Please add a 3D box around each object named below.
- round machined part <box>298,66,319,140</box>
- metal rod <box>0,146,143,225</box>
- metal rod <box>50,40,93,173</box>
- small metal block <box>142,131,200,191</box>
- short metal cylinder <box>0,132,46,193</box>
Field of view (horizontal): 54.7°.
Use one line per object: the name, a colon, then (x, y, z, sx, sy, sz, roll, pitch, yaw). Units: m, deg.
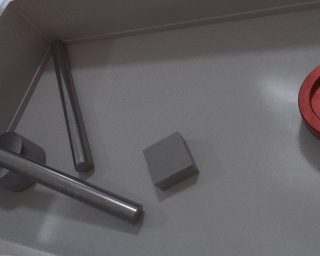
round machined part: (0.192, -0.022, 0.304, 0.098, 0.042, 0.098, -15, 56, 24)
metal rod: (-0.162, 0.057, 0.405, 0.301, 0.025, 0.025, 18, 70, 18)
metal rod: (-0.153, -0.054, 0.516, 0.025, 0.025, 0.300, -31, 52, 8)
small metal block: (0.013, 0.040, 0.374, 0.050, 0.025, 0.050, -29, 52, 9)
short metal cylinder: (-0.224, 0.052, 0.472, 0.080, 0.050, 0.080, -13, 56, 20)
